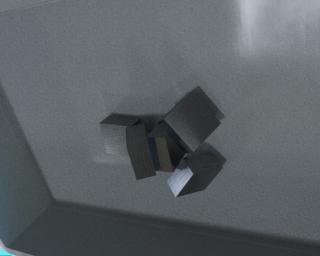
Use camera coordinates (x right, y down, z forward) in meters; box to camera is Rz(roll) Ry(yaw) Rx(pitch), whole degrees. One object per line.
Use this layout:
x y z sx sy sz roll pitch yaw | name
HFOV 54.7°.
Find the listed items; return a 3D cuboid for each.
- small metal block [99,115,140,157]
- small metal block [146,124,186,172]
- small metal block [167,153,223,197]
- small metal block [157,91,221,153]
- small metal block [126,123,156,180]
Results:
-0.053 0.012 0.438 0.050 0.025 0.050 6 121 24 | small metal block
0.010 0.021 0.397 0.025 0.050 0.050 1 119 27 | small metal block
0.044 0.061 0.400 0.025 0.050 0.050 58 136 32 | small metal block
0.034 -0.006 0.364 0.050 0.050 0.025 48 161 -6 | small metal block
-0.025 0.029 0.397 0.025 0.050 0.050 -14 119 -1 | small metal block
